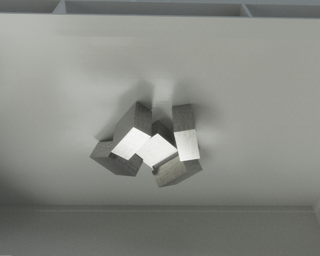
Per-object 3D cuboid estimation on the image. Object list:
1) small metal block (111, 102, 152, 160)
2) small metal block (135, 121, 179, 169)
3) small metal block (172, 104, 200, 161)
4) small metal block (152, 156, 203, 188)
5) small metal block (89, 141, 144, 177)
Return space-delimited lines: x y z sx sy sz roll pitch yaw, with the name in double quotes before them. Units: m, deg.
"small metal block" -0.035 0.004 0.392 0.025 0.050 0.050 30 124 -23
"small metal block" -0.005 0.026 0.428 0.050 0.025 0.050 -34 123 25
"small metal block" 0.033 0.006 0.395 0.025 0.050 0.050 -9 130 6
"small metal block" 0.025 0.061 0.442 0.050 0.025 0.050 -34 160 24
"small metal block" -0.060 0.043 0.427 0.050 0.025 0.050 41 152 -30
